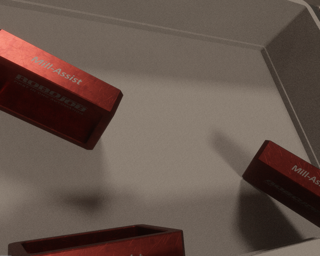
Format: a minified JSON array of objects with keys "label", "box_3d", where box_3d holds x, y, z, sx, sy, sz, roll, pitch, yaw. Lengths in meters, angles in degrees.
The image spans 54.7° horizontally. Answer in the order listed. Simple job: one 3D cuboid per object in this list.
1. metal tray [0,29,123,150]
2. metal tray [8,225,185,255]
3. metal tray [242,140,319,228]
[{"label":"metal tray","box_3d":[-0.115,-0.033,0.322,0.131,0.090,0.030,27,52,-12]},{"label":"metal tray","box_3d":[-0.056,0.109,0.265,0.131,0.090,0.030,1,78,-28]},{"label":"metal tray","box_3d":[0.174,0.075,0.387,0.130,0.090,0.030,33,72,17]}]
